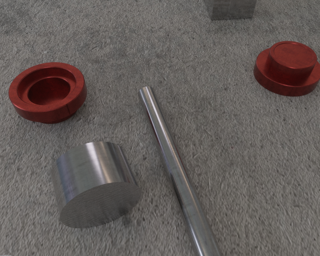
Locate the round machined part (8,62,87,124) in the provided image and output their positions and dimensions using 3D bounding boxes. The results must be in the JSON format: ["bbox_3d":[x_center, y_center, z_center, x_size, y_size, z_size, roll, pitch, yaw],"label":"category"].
[{"bbox_3d":[-0.150,-0.044,0.428,0.099,0.042,0.098,0,50,0],"label":"round machined part"}]

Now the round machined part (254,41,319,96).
[{"bbox_3d":[0.198,-0.097,0.475,0.099,0.042,0.098,0,50,0],"label":"round machined part"}]

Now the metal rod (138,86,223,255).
[{"bbox_3d":[0.023,0.060,0.352,0.025,0.025,0.300,-13,51,-11],"label":"metal rod"}]

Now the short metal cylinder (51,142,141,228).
[{"bbox_3d":[-0.066,0.059,0.317,0.081,0.080,0.050,-17,52,-14],"label":"short metal cylinder"}]

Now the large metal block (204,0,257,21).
[{"bbox_3d":[0.134,-0.255,0.603,0.081,0.050,0.080,-4,50,-4],"label":"large metal block"}]
